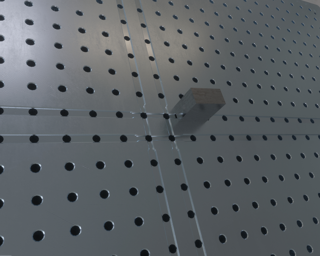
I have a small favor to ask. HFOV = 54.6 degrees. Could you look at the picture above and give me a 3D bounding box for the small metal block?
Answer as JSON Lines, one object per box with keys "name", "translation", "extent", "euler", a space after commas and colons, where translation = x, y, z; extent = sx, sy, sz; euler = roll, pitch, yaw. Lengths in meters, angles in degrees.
{"name": "small metal block", "translation": [0.056, -0.032, 0.441], "extent": [0.050, 0.050, 0.025], "euler": [-2, 63, -29]}
